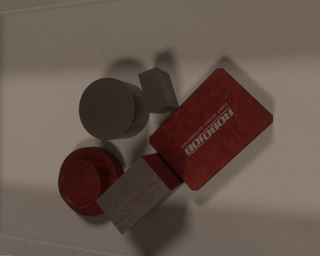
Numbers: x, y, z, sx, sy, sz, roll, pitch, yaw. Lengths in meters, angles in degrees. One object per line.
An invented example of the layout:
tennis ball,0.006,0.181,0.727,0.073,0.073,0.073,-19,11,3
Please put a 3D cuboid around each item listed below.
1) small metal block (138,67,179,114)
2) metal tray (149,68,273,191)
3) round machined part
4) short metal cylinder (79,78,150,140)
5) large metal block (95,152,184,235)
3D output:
small metal block,0.000,-0.046,0.397,0.025,0.050,0.050,-19,84,19
metal tray,0.061,0.003,0.386,0.130,0.030,0.090,-46,76,14
round machined part,-0.103,0.076,0.436,0.098,0.042,0.097,0,90,19
short metal cylinder,-0.060,-0.024,0.417,0.080,0.050,0.079,0,90,19
large metal block,-0.019,0.077,0.387,0.080,0.080,0.050,-45,76,14
